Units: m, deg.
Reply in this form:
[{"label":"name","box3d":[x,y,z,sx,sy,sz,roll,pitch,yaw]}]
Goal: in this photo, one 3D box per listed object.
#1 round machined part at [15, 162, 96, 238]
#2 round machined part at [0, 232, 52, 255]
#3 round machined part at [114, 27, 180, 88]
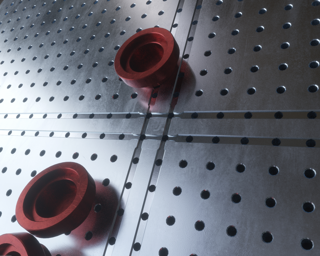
[{"label":"round machined part","box3d":[-0.126,0.094,0.394,0.098,0.042,0.098,-13,43,12]},{"label":"round machined part","box3d":[-0.163,0.173,0.363,0.098,0.042,0.098,-8,75,31]},{"label":"round machined part","box3d":[-0.016,-0.100,0.465,0.098,0.042,0.098,-13,56,20]}]
